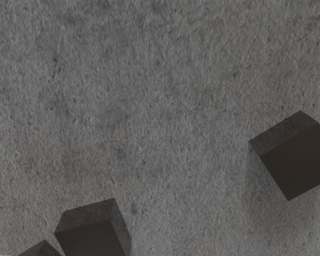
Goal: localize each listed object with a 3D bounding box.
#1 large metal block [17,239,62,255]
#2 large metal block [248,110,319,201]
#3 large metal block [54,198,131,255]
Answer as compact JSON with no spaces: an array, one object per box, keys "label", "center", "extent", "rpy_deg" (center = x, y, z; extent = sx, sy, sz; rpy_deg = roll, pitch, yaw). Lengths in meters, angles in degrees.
[{"label":"large metal block","center":[-0.199,0.228,0.462],"extent":[0.080,0.080,0.050],"rpy_deg":[-32,107,11]},{"label":"large metal block","center":[0.179,0.036,0.413],"extent":[0.080,0.050,0.080],"rpy_deg":[-33,107,11]},{"label":"large metal block","center":[-0.094,0.159,0.454],"extent":[0.080,0.050,0.080],"rpy_deg":[-16,110,5]}]
